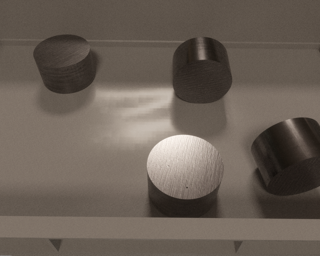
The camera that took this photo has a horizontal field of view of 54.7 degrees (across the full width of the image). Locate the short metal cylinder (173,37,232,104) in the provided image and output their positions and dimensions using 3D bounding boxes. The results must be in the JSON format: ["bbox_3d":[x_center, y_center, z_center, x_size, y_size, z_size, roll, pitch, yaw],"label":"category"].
[{"bbox_3d":[0.058,-0.080,0.437,0.081,0.080,0.050,1,50,0],"label":"short metal cylinder"}]

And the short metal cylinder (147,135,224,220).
[{"bbox_3d":[0.026,0.054,0.344,0.081,0.050,0.080,0,50,0],"label":"short metal cylinder"}]

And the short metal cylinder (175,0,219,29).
[{"bbox_3d":[0.070,-0.233,0.588,0.081,0.050,0.080,0,50,0],"label":"short metal cylinder"}]

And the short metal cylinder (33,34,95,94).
[{"bbox_3d":[-0.143,-0.097,0.469,0.081,0.050,0.080,0,50,0],"label":"short metal cylinder"}]

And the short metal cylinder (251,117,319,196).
[{"bbox_3d":[0.149,0.033,0.343,0.081,0.080,0.050,-7,51,-7],"label":"short metal cylinder"}]
